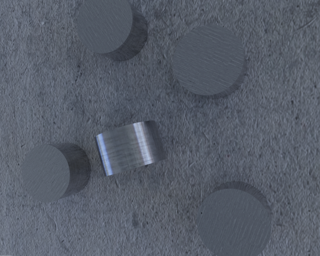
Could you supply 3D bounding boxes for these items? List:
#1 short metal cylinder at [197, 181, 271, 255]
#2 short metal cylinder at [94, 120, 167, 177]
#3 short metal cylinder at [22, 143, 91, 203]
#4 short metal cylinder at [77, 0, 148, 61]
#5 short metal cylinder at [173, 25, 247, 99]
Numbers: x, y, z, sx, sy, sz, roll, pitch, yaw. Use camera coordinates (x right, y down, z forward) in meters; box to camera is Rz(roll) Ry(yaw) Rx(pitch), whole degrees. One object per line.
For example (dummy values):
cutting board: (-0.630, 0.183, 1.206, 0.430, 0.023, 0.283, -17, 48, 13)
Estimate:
short metal cylinder: (0.088, 0.107, 0.364, 0.080, 0.050, 0.080, 0, 90, 20)
short metal cylinder: (-0.037, 0.026, 0.393, 0.080, 0.080, 0.050, -18, 84, 19)
short metal cylinder: (-0.149, 0.062, 0.448, 0.080, 0.050, 0.080, 0, 90, 20)
short metal cylinder: (-0.063, -0.135, 0.418, 0.080, 0.050, 0.080, 0, 90, 20)
short metal cylinder: (0.062, -0.077, 0.374, 0.080, 0.050, 0.080, 0, 90, 20)
